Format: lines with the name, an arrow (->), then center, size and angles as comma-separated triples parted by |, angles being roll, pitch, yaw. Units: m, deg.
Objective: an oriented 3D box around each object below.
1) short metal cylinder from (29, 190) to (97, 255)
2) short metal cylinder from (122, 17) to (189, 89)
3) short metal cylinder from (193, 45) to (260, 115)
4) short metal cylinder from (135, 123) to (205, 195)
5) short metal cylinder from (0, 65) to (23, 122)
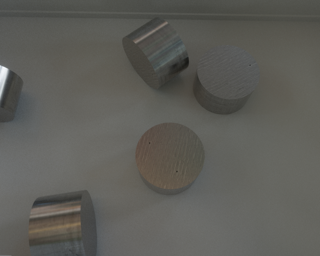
short metal cylinder -> -0.102, 0.112, 0.338 | 0.050, 0.080, 0.080 | -8, 70, -3
short metal cylinder -> -0.006, -0.100, 0.417 | 0.050, 0.080, 0.080 | -37, 75, -12
short metal cylinder -> 0.088, -0.065, 0.421 | 0.081, 0.050, 0.080 | 0, 70, 0
short metal cylinder -> 0.012, 0.039, 0.382 | 0.081, 0.050, 0.080 | 0, 70, 0
short metal cylinder -> -0.223, -0.045, 0.394 | 0.081, 0.080, 0.050 | 5, 70, 1
